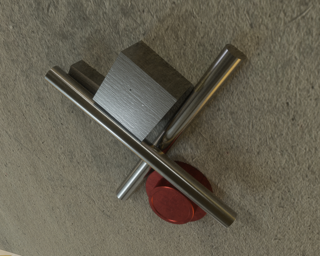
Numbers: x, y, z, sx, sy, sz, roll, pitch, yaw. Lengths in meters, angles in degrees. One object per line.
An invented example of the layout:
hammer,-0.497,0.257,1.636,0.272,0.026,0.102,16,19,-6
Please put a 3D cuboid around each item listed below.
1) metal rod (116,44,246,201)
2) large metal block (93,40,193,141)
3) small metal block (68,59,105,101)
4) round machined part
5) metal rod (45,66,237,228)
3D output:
metal rod,0.009,0.014,0.413,0.025,0.025,0.298,38,129,2
large metal block,-0.022,-0.045,0.376,0.080,0.050,0.080,41,129,0
small metal block,-0.101,-0.057,0.426,0.050,0.025,0.050,37,129,3
round machined part,0.023,0.099,0.444,0.098,0.042,0.097,13,124,20
metal rod,-0.025,0.024,0.402,0.300,0.025,0.025,39,129,1
